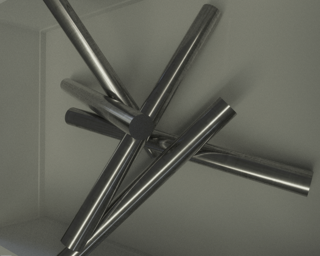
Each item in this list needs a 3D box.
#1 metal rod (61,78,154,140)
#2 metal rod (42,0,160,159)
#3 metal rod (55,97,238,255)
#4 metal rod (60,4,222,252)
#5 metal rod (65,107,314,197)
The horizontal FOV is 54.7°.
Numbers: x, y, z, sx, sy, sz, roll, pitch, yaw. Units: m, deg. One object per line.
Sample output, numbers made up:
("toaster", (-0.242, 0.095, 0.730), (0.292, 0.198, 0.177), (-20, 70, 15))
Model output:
("metal rod", (-0.089, -0.037, 0.412), (0.300, 0.025, 0.025), (27, 108, 57))
("metal rod", (-0.084, -0.090, 0.386), (0.025, 0.025, 0.299), (-27, 101, 37))
("metal rod", (-0.036, 0.081, 0.335), (0.299, 0.025, 0.025), (-45, 62, 10))
("metal rod", (-0.016, -0.007, 0.339), (0.025, 0.025, 0.299), (25, 80, 37))
("metal rod", (0.010, 0.018, 0.356), (0.301, 0.025, 0.025), (15, 100, 26))
